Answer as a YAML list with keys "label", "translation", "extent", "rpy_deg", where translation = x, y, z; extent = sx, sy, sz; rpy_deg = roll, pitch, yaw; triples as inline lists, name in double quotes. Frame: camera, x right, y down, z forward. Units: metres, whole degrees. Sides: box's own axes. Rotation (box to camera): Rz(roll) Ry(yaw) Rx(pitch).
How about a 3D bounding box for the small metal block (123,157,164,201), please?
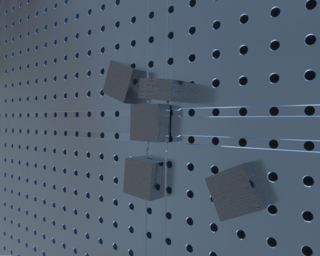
- label: "small metal block"
  translation: [-0.023, 0.069, 0.430]
  extent: [0.050, 0.025, 0.050]
  rpy_deg: [7, 95, 40]

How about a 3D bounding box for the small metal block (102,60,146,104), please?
- label: "small metal block"
  translation: [-0.054, -0.067, 0.455]
  extent: [0.050, 0.025, 0.050]
  rpy_deg: [28, 108, 36]

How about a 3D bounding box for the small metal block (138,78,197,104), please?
- label: "small metal block"
  translation: [0.009, -0.046, 0.386]
  extent: [0.050, 0.050, 0.025]
  rpy_deg: [10, 96, 39]

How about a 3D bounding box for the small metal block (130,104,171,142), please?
- label: "small metal block"
  translation: [-0.014, -0.007, 0.422]
  extent: [0.050, 0.025, 0.050]
  rpy_deg: [2, 92, 40]

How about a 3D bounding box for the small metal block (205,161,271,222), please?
- label: "small metal block"
  translation: [0.084, 0.070, 0.341]
  extent: [0.050, 0.025, 0.050]
  rpy_deg: [-30, 71, 36]
